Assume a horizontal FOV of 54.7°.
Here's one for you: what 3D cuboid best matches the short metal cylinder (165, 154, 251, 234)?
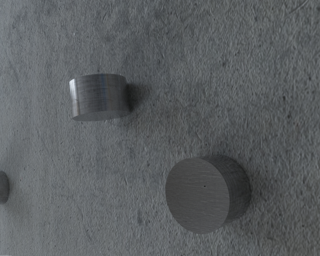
[{"bbox_3d":[0.053,0.071,0.345,0.080,0.050,0.080,0,90,40],"label":"short metal cylinder"}]

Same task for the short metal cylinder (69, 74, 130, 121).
[{"bbox_3d":[-0.085,-0.041,0.440,0.080,0.081,0.050,-13,82,39],"label":"short metal cylinder"}]

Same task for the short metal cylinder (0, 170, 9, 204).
[{"bbox_3d":[-0.390,0.140,0.711,0.080,0.050,0.080,0,90,40],"label":"short metal cylinder"}]
